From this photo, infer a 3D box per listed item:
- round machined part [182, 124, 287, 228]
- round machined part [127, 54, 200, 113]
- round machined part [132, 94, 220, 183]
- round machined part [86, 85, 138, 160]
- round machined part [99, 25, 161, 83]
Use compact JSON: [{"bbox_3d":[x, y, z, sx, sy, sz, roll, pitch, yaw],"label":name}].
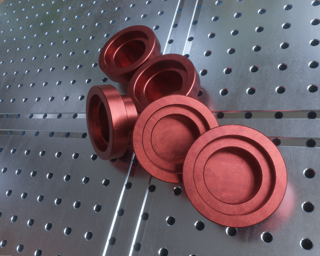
[{"bbox_3d":[0.072,0.048,0.313,0.099,0.042,0.098,-1,77,4],"label":"round machined part"},{"bbox_3d":[0.008,-0.050,0.422,0.098,0.042,0.098,-13,56,20],"label":"round machined part"},{"bbox_3d":[0.017,0.012,0.359,0.099,0.042,0.097,0,88,-6],"label":"round machined part"},{"bbox_3d":[-0.062,-0.009,0.411,0.042,0.097,0.098,-9,44,-30],"label":"round machined part"},{"bbox_3d":[-0.043,-0.110,0.486,0.098,0.042,0.098,-13,56,20],"label":"round machined part"}]
